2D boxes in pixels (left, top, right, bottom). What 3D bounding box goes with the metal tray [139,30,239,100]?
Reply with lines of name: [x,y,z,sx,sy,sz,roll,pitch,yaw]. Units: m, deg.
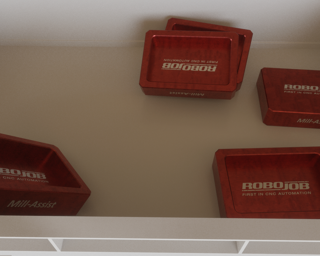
metal tray: [0.042,-0.090,0.438,0.131,0.030,0.090,4,75,8]

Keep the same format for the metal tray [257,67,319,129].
metal tray: [0.211,-0.043,0.439,0.131,0.030,0.090,4,50,3]

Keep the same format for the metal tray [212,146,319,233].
metal tray: [0.131,0.066,0.346,0.131,0.030,0.090,-1,50,-1]

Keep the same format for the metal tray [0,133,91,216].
metal tray: [-0.141,0.043,0.302,0.090,0.131,0.030,41,101,34]

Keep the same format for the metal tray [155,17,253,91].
metal tray: [0.067,-0.113,0.474,0.131,0.030,0.090,13,76,10]
